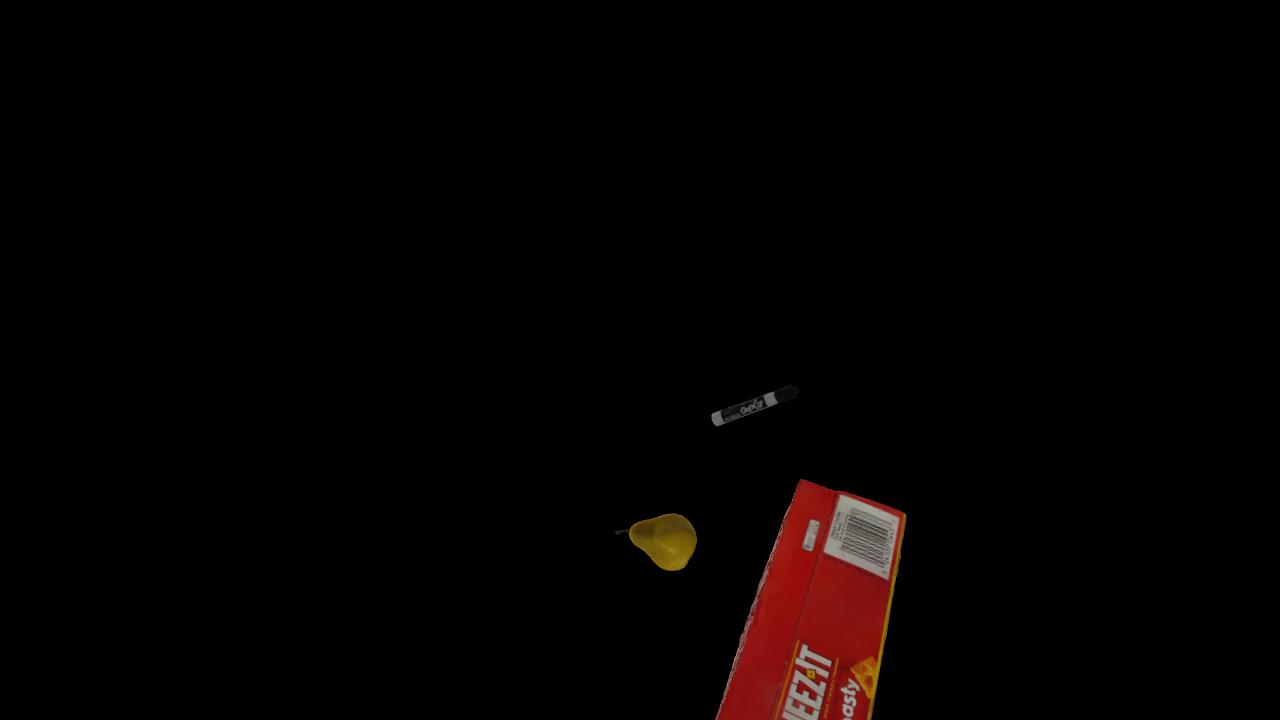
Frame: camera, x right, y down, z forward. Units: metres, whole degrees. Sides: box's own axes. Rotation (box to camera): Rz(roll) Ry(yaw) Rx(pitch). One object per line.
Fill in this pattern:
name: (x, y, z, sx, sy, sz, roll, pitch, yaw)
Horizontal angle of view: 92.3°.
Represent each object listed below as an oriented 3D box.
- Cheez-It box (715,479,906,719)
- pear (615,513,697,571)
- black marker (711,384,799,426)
Cheez-It box: (0.090, 0.209, 0.378, 0.071, 0.223, 0.166, 17, 41, 19)
pear: (0.024, 0.251, 0.882, 0.111, 0.080, 0.080, 24, 0, -1)
black marker: (0.148, 0.059, 0.796, 0.121, 0.020, 0.020, -24, -12, 29)
